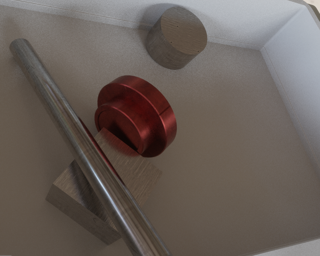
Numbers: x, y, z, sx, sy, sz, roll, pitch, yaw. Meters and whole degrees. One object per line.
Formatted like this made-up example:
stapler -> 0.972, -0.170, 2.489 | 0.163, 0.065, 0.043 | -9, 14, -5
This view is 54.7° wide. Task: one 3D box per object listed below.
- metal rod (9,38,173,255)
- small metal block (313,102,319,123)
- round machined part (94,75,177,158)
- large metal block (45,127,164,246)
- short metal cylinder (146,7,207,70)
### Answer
metal rod -> -0.085, 0.002, 0.303 | 0.025, 0.025, 0.300 | -17, 53, -35
small metal block -> 0.337, -0.025, 0.609 | 0.050, 0.025, 0.050 | 4, 60, -26
round machined part -> -0.034, -0.006, 0.345 | 0.098, 0.097, 0.042 | 45, 51, 2
large metal block -> -0.057, 0.060, 0.323 | 0.080, 0.050, 0.080 | 38, 51, -3
short metal cylinder -> 0.026, -0.138, 0.480 | 0.081, 0.050, 0.080 | 10, 69, -25
